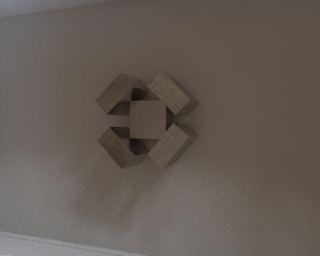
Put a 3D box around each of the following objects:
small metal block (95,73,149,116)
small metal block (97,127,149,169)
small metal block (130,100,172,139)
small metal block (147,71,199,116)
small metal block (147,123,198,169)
[{"bbox_3d":[-0.049,-0.043,0.412,0.050,0.050,0.025,-44,76,15],"label":"small metal block"},{"bbox_3d":[-0.047,0.025,0.412,0.050,0.050,0.025,47,105,14],"label":"small metal block"},{"bbox_3d":[-0.012,-0.011,0.412,0.050,0.025,0.050,1,90,20],"label":"small metal block"},{"bbox_3d":[0.018,-0.042,0.388,0.025,0.050,0.050,-46,77,13],"label":"small metal block"},{"bbox_3d":[0.017,0.021,0.388,0.025,0.050,0.050,42,102,14],"label":"small metal block"}]
